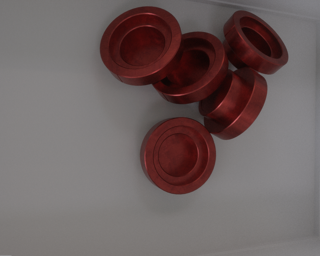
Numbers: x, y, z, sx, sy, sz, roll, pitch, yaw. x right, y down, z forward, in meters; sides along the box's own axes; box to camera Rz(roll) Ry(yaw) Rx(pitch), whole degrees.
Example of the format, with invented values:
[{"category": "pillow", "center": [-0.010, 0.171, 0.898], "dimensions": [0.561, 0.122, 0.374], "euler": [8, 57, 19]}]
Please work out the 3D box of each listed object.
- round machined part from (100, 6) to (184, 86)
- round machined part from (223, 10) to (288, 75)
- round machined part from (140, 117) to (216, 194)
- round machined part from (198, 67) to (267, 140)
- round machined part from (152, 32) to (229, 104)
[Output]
[{"category": "round machined part", "center": [-0.019, -0.094, 0.377], "dimensions": [0.098, 0.042, 0.098], "euler": [-5, 69, 12]}, {"category": "round machined part", "center": [0.127, -0.113, 0.432], "dimensions": [0.099, 0.042, 0.098], "euler": [18, 51, -24]}, {"category": "round machined part", "center": [0.021, 0.035, 0.409], "dimensions": [0.099, 0.042, 0.097], "euler": [0, 90, -20]}, {"category": "round machined part", "center": [0.087, -0.037, 0.403], "dimensions": [0.042, 0.098, 0.098], "euler": [28, 81, -19]}, {"category": "round machined part", "center": [0.039, -0.072, 0.396], "dimensions": [0.098, 0.098, 0.042], "euler": [-57, 143, -11]}]
